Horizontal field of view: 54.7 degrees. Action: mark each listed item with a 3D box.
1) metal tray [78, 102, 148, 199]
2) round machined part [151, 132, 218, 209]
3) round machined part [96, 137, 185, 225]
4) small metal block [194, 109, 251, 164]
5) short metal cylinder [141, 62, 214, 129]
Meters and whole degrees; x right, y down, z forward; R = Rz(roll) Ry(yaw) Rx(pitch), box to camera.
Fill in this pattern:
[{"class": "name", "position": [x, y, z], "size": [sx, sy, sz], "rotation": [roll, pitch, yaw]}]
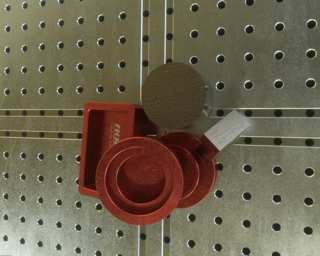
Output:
[{"class": "metal tray", "position": [-0.065, 0.031, 0.420], "size": [0.090, 0.030, 0.129], "rotation": [6, 92, 34]}, {"class": "round machined part", "position": [0.021, 0.054, 0.394], "size": [0.098, 0.042, 0.097], "rotation": [0, 90, 19]}, {"class": "round machined part", "position": [-0.020, 0.058, 0.359], "size": [0.098, 0.042, 0.097], "rotation": [0, 92, 9]}, {"class": "small metal block", "position": [0.072, 0.011, 0.363], "size": [0.050, 0.050, 0.025], "rotation": [-37, 76, -20]}, {"class": "short metal cylinder", "position": [0.023, -0.038, 0.390], "size": [0.080, 0.050, 0.079], "rotation": [0, 90, 19]}]
